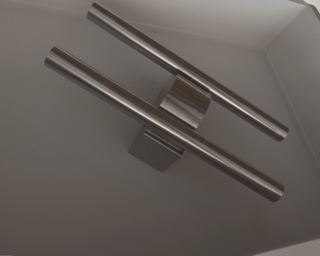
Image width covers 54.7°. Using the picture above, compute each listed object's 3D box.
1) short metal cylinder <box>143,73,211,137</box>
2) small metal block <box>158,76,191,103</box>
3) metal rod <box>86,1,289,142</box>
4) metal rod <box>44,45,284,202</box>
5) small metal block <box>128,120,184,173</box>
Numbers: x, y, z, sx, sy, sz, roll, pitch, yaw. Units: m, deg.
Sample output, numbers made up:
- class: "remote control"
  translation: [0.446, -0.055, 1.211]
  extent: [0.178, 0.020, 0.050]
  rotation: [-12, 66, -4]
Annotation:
- class: "short metal cylinder"
  translation: [0.021, -0.023, 0.395]
  extent: [0.050, 0.080, 0.080]
  rotation: [32, 51, -8]
- class: "small metal block"
  translation: [0.033, -0.053, 0.439]
  extent: [0.050, 0.050, 0.025]
  rotation: [32, 52, -8]
- class: "metal rod"
  translation: [0.042, -0.069, 0.406]
  extent: [0.301, 0.025, 0.025]
  rotation: [31, 52, -8]
- class: "metal rod"
  translation: [0.012, 0.001, 0.349]
  extent: [0.301, 0.025, 0.025]
  rotation: [31, 52, -8]
- class: "small metal block"
  translation: [-0.003, 0.022, 0.374]
  extent: [0.050, 0.050, 0.025]
  rotation: [32, 52, -8]
